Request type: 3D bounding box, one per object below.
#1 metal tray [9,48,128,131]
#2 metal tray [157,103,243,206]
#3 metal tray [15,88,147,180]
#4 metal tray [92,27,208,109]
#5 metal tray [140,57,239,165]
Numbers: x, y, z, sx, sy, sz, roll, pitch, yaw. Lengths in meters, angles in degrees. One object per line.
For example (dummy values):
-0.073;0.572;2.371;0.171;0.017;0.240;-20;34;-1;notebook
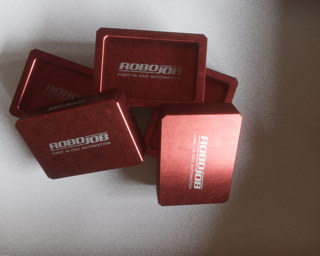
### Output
-0.115;-0.038;0.404;0.131;0.030;0.090;20;90;-1;metal tray
0.043;0.034;0.376;0.091;0.030;0.129;-1;119;-6;metal tray
-0.092;0.011;0.372;0.130;0.030;0.090;-12;120;15;metal tray
-0.012;-0.069;0.377;0.131;0.030;0.089;4;90;-1;metal tray
0.037;-0.016;0.408;0.090;0.030;0.129;19;90;-1;metal tray
